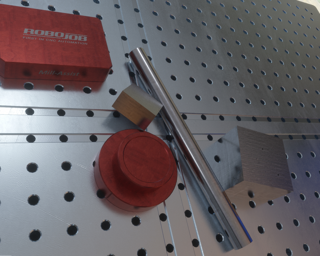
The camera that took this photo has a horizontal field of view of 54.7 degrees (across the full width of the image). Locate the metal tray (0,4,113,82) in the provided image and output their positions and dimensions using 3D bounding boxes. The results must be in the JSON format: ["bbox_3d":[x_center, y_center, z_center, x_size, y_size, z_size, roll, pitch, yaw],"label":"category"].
[{"bbox_3d":[-0.135,-0.107,0.398,0.131,0.030,0.090,-2,63,-30],"label":"metal tray"}]

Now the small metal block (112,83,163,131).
[{"bbox_3d":[-0.027,-0.029,0.399,0.050,0.025,0.050,37,22,-3],"label":"small metal block"}]

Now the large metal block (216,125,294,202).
[{"bbox_3d":[0.129,0.052,0.433,0.081,0.050,0.080,15,56,-20],"label":"large metal block"}]

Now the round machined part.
[{"bbox_3d":[-0.023,0.044,0.360,0.099,0.042,0.098,14,56,-21],"label":"round machined part"}]

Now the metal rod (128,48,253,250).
[{"bbox_3d":[0.033,0.016,0.417,0.025,0.025,0.299,-17,71,-35],"label":"metal rod"}]
